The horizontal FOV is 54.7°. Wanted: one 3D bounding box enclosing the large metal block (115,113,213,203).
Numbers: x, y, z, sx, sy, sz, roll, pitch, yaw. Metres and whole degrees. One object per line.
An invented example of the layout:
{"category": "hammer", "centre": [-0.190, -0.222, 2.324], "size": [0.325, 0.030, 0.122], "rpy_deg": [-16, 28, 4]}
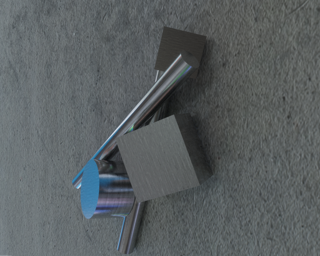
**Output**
{"category": "large metal block", "centre": [0.005, 0.034, 0.366], "size": [0.080, 0.050, 0.080], "rpy_deg": [-22, 85, 25]}

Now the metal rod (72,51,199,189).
{"category": "metal rod", "centre": [-0.051, 0.008, 0.426], "size": [0.298, 0.025, 0.025], "rpy_deg": [-45, 63, 38]}

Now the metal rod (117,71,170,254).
{"category": "metal rod", "centre": [-0.016, 0.032, 0.419], "size": [0.025, 0.025, 0.298], "rpy_deg": [22, 104, 38]}

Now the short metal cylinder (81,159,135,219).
{"category": "short metal cylinder", "centre": [-0.075, 0.085, 0.435], "size": [0.080, 0.050, 0.080], "rpy_deg": [-20, 66, 57]}

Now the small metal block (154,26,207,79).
{"category": "small metal block", "centre": [0.024, -0.089, 0.371], "size": [0.050, 0.025, 0.050], "rpy_deg": [13, 100, -1]}
